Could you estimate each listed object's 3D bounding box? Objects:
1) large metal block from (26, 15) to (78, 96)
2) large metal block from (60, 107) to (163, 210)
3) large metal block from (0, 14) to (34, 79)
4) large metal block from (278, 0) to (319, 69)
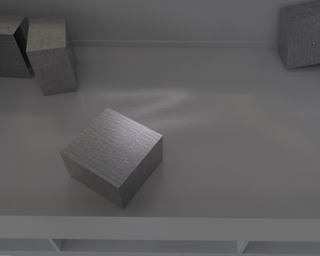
[{"bbox_3d":[-0.156,-0.106,0.458,0.050,0.080,0.080,-9,51,-7],"label":"large metal block"},{"bbox_3d":[-0.052,0.033,0.361,0.080,0.050,0.080,27,55,20],"label":"large metal block"},{"bbox_3d":[-0.239,-0.124,0.472,0.080,0.080,0.050,3,50,2],"label":"large metal block"},{"bbox_3d":[0.233,-0.146,0.479,0.080,0.080,0.050,-9,41,8],"label":"large metal block"}]
